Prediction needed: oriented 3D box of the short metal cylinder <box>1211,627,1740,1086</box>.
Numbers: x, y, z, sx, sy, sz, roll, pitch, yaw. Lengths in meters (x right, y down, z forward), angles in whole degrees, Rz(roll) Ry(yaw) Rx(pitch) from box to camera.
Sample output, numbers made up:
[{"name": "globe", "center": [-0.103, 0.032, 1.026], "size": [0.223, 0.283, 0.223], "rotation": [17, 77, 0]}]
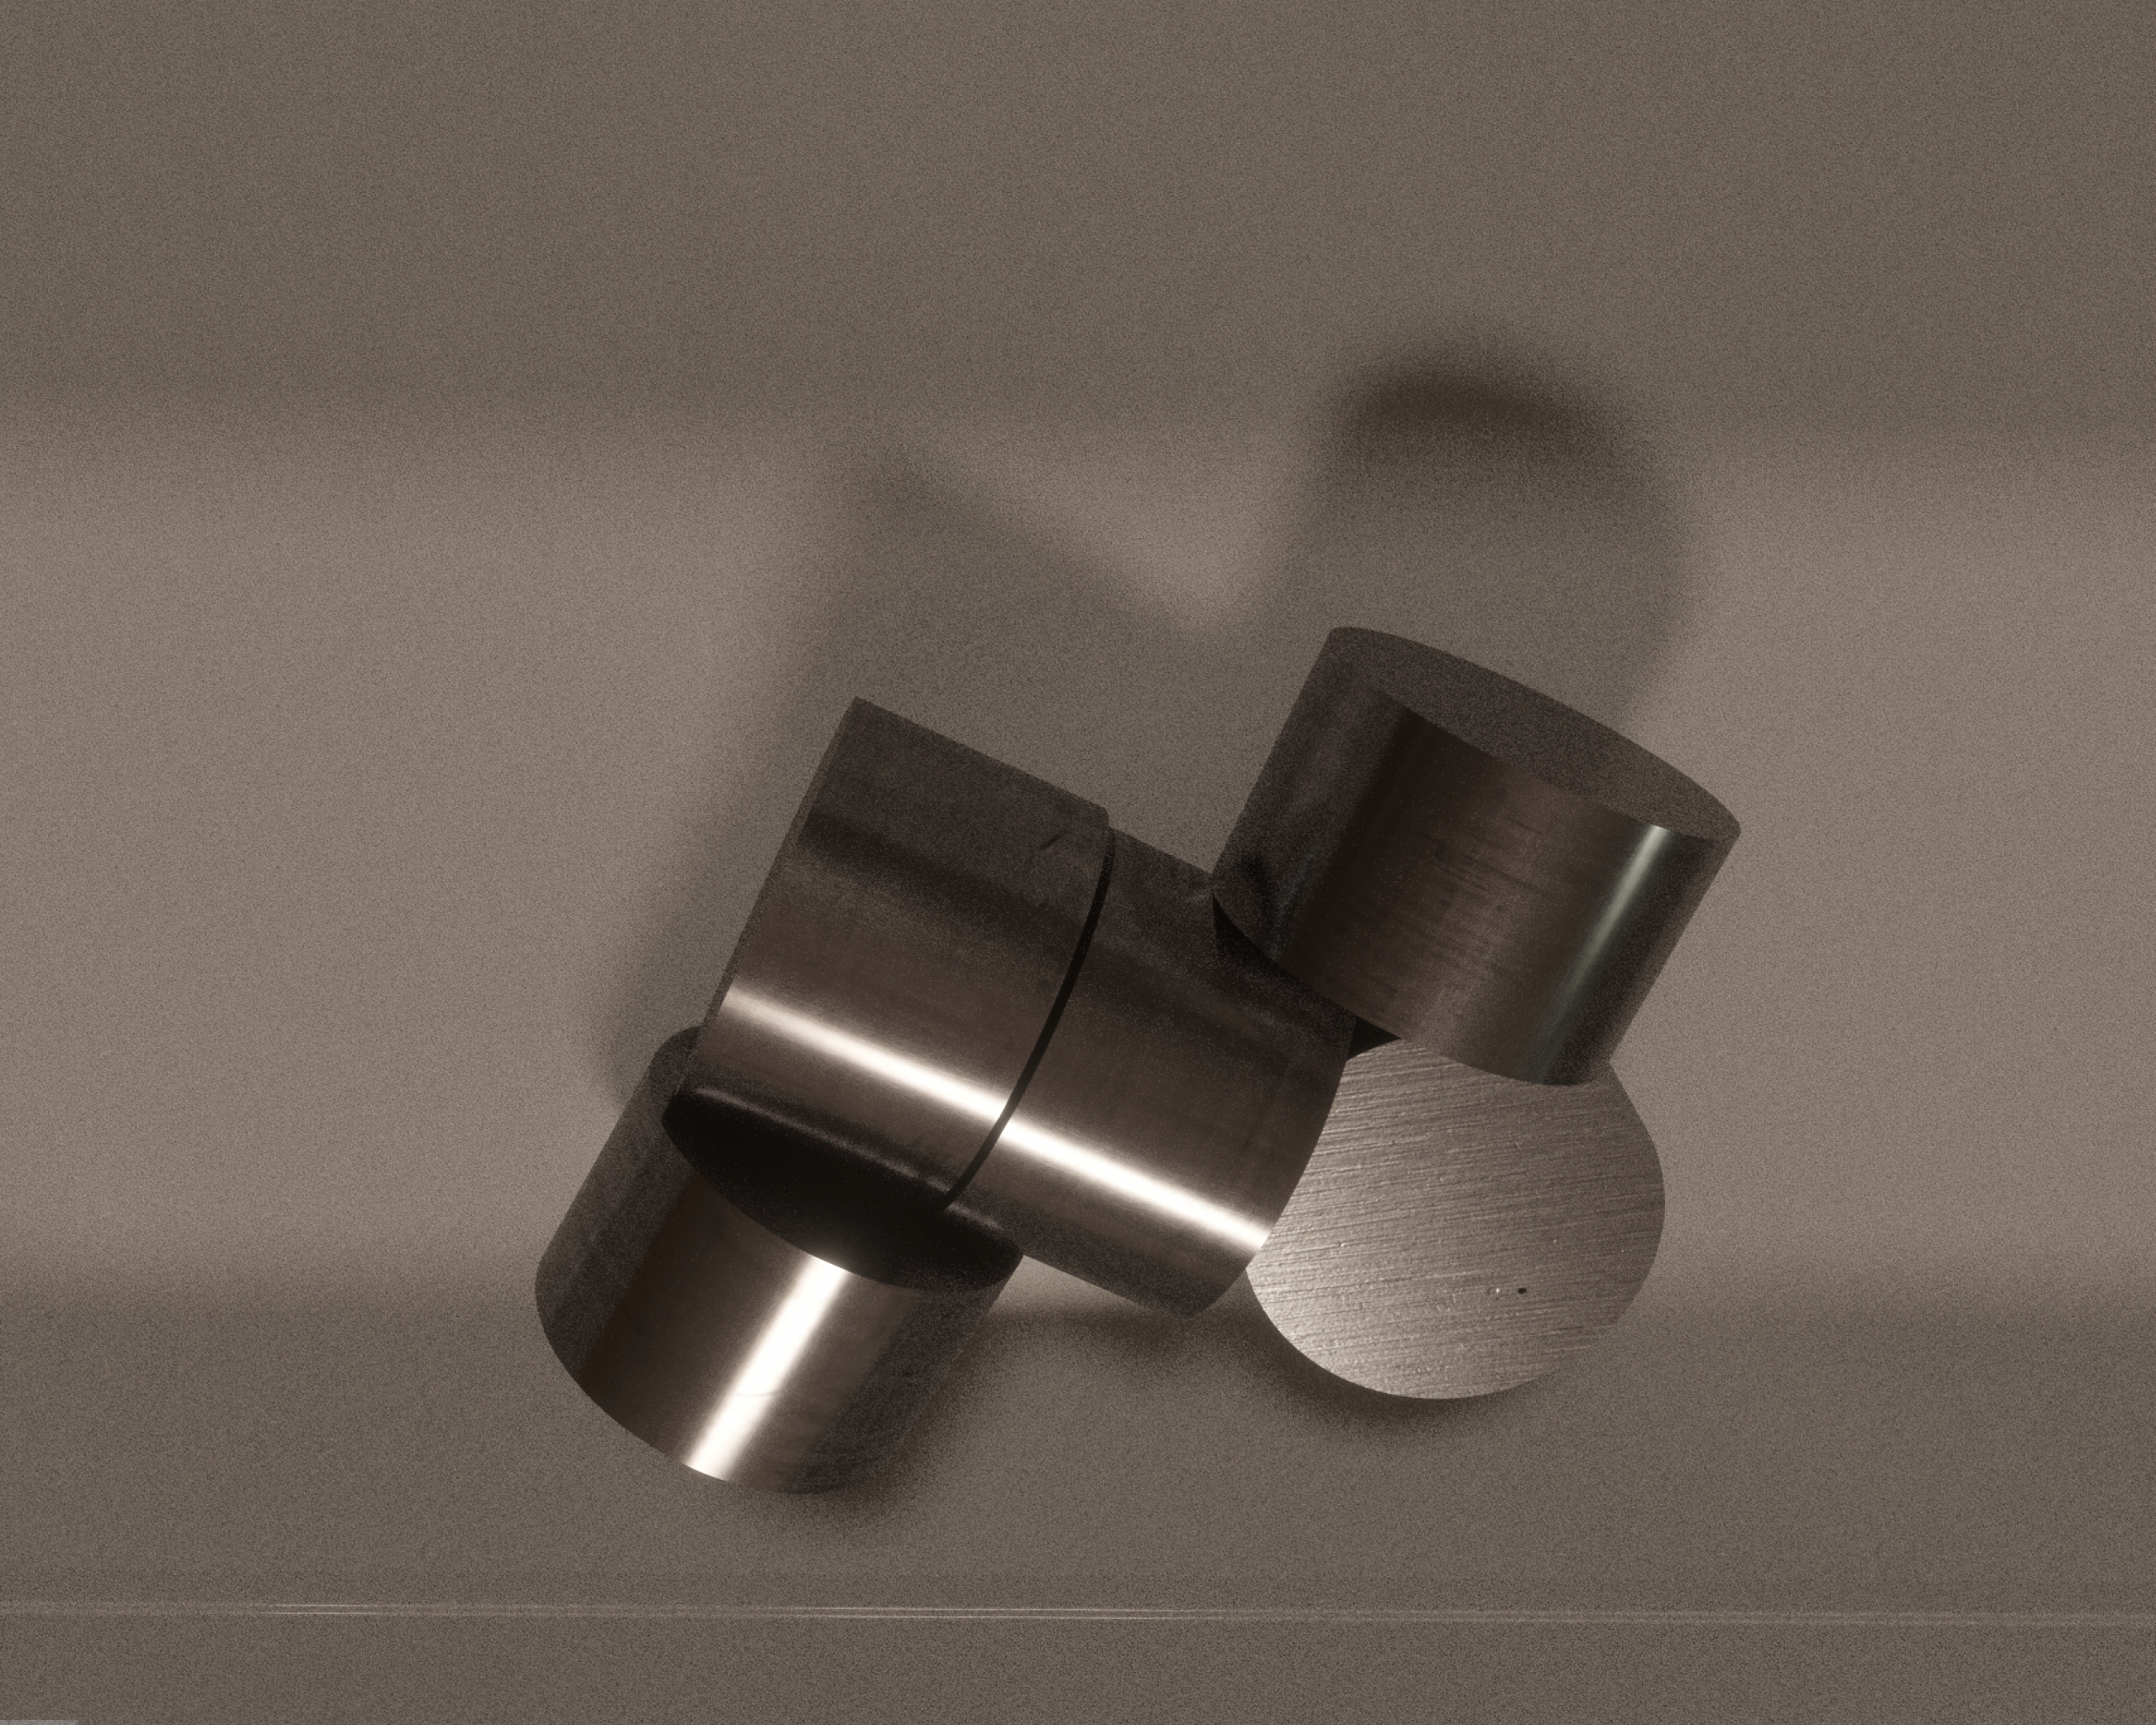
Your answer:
[{"name": "short metal cylinder", "center": [0.071, -0.003, 0.380], "size": [0.080, 0.080, 0.050], "rotation": [22, 109, -8]}]

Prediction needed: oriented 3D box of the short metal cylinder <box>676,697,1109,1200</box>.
[{"name": "short metal cylinder", "center": [-0.034, 0.016, 0.386], "size": [0.050, 0.080, 0.080], "rotation": [24, 108, -9]}]

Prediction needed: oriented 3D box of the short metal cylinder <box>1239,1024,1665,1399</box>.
[{"name": "short metal cylinder", "center": [0.071, 0.059, 0.419], "size": [0.081, 0.050, 0.079], "rotation": [0, 110, -1]}]

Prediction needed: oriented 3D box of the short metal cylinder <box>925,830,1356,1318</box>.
[{"name": "short metal cylinder", "center": [0.011, 0.039, 0.396], "size": [0.050, 0.080, 0.080], "rotation": [25, 108, -9]}]

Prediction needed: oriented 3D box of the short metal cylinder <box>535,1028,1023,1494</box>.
[{"name": "short metal cylinder", "center": [-0.057, 0.075, 0.407], "size": [0.080, 0.080, 0.050], "rotation": [28, 108, -10]}]
